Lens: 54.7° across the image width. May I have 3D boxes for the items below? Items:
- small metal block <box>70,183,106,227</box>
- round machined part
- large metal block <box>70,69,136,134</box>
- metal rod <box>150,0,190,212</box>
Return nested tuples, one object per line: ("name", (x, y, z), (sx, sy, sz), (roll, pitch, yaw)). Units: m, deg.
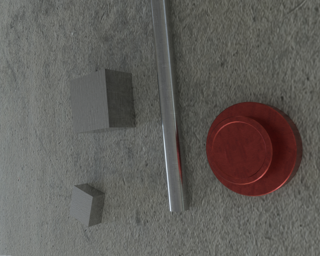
("small metal block", (-0.117, 0.123, 0.499), (0.050, 0.025, 0.050), (17, 101, 38))
("round machined part", (0.089, 0.022, 0.319), (0.098, 0.042, 0.097), (0, 90, 39))
("large metal block", (-0.085, -0.036, 0.456), (0.080, 0.050, 0.080), (-8, 85, 39))
("metal rod", (0.011, -0.047, 0.394), (0.025, 0.025, 0.298), (-9, 85, 39))
